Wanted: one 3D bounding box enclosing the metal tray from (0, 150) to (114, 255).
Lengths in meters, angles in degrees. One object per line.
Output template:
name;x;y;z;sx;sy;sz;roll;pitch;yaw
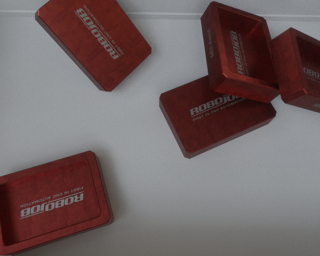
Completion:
metal tray;-0.130;0.089;0.372;0.131;0.030;0.090;-16;71;-7

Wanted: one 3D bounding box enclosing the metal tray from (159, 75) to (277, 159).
metal tray;0.075;-0.025;0.417;0.131;0.030;0.090;-23;72;-9

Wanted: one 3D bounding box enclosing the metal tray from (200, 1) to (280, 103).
metal tray;0.106;-0.101;0.406;0.091;0.030;0.130;9;59;-20

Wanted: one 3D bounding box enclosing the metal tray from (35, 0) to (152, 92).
metal tray;-0.083;-0.124;0.409;0.090;0.030;0.130;-47;117;-14

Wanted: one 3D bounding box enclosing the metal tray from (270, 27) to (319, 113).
metal tray;0.204;-0.067;0.400;0.131;0.030;0.090;9;67;-31
